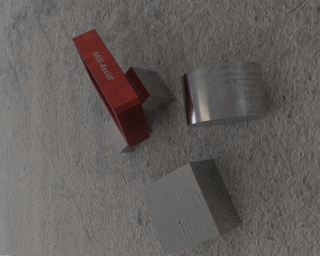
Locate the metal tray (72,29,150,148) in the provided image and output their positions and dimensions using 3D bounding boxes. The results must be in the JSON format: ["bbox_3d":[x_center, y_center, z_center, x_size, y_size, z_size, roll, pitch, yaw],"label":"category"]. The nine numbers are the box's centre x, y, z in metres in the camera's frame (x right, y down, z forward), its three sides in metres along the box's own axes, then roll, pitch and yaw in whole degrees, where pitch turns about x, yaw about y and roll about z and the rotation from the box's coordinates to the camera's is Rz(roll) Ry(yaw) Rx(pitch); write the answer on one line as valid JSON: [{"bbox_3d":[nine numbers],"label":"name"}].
[{"bbox_3d":[-0.060,-0.049,0.387,0.030,0.090,0.130,-28,62,-10],"label":"metal tray"}]

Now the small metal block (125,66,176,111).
[{"bbox_3d":[-0.015,-0.050,0.401,0.025,0.050,0.050,-47,62,30],"label":"small metal block"}]

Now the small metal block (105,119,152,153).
[{"bbox_3d":[-0.046,0.001,0.443,0.050,0.025,0.050,-45,63,30],"label":"small metal block"}]

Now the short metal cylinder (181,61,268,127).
[{"bbox_3d":[0.065,-0.031,0.316,0.080,0.081,0.050,-11,83,39],"label":"short metal cylinder"}]

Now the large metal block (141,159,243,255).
[{"bbox_3d":[0.034,0.091,0.360,0.080,0.050,0.080,-35,69,34],"label":"large metal block"}]
